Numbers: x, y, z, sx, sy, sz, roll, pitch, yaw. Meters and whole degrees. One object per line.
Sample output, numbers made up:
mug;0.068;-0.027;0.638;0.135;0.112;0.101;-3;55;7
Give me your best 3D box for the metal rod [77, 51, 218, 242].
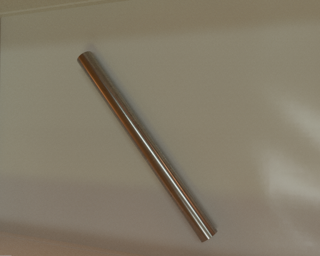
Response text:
metal rod;-0.023;0.017;0.419;0.025;0.025;0.299;-39;78;16
